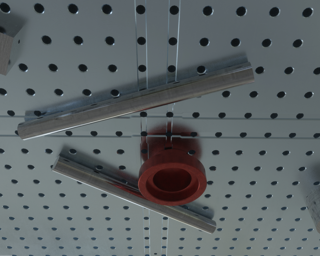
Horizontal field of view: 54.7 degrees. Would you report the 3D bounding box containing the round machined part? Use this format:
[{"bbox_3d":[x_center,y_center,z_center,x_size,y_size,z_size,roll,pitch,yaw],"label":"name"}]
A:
[{"bbox_3d":[0.018,0.069,0.459,0.099,0.042,0.097,0,130,0],"label":"round machined part"}]

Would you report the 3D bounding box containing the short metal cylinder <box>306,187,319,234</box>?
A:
[{"bbox_3d":[0.292,0.137,0.514,0.080,0.050,0.079,0,130,0],"label":"short metal cylinder"}]

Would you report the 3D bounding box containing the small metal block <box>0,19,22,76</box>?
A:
[{"bbox_3d":[-0.183,-0.091,0.332,0.050,0.025,0.050,20,127,-17],"label":"small metal block"}]

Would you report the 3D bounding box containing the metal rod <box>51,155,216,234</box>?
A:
[{"bbox_3d":[-0.029,0.116,0.510,0.301,0.025,0.025,28,125,-22],"label":"metal rod"}]

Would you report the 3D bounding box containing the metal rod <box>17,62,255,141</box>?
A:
[{"bbox_3d":[-0.038,-0.030,0.385,0.301,0.025,0.025,-14,129,11],"label":"metal rod"}]
